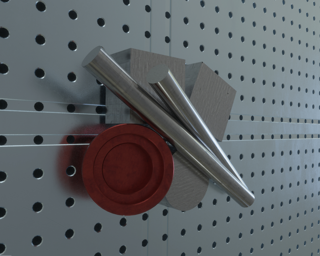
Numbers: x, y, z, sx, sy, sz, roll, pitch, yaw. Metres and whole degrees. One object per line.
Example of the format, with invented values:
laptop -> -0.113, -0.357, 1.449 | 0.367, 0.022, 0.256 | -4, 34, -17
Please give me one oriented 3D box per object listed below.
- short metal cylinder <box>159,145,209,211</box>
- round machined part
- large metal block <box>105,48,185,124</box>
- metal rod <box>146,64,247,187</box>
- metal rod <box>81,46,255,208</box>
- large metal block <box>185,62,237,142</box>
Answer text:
short metal cylinder -> 0.019, 0.062, 0.403 | 0.081, 0.050, 0.079 | 0, 90, -40
round machined part -> -0.037, 0.045, 0.348 | 0.099, 0.042, 0.097 | 1, 87, -17
large metal block -> -0.017, -0.044, 0.370 | 0.081, 0.050, 0.079 | 1, 90, -40
metal rod -> 0.067, 0.026, 0.412 | 0.300, 0.025, 0.025 | 49, 60, -45
metal rod -> 0.031, 0.019, 0.364 | 0.300, 0.025, 0.025 | 42, 65, -33
large metal block -> 0.054, -0.033, 0.432 | 0.080, 0.050, 0.080 | 31, 71, -36
